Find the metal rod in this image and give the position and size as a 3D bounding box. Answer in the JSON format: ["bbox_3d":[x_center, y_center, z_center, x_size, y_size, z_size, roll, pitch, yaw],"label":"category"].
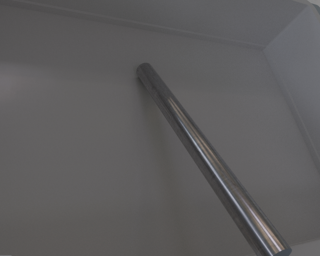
[{"bbox_3d":[0.034,0.008,0.341,0.025,0.025,0.300,0,37,-28],"label":"metal rod"}]
